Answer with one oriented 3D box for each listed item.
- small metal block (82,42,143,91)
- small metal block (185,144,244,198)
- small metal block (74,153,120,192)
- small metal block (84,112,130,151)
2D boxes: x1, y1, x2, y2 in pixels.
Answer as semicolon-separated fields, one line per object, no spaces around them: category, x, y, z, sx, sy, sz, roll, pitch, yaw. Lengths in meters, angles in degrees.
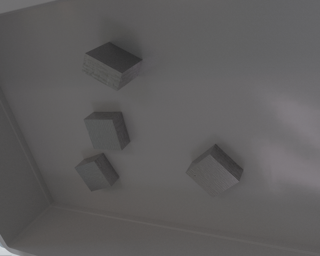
small metal block;-0.057;-0.076;0.376;0.050;0.050;0.025;30;128;9
small metal block;0.071;0.057;0.406;0.050;0.025;0.050;43;129;-2
small metal block;-0.103;0.073;0.509;0.050;0.025;0.050;-20;108;35
small metal block;-0.077;0.004;0.452;0.050;0.025;0.050;1;119;27
